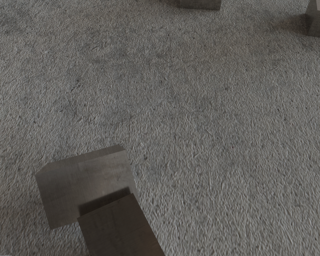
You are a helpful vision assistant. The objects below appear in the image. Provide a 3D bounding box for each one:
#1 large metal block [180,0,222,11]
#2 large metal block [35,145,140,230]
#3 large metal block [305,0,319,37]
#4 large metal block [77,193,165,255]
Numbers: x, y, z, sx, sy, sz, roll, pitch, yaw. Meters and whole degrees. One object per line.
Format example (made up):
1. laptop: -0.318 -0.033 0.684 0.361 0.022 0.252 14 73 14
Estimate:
1. large metal block: 0.083 -0.283 0.626 0.080 0.050 0.080 5 50 4
2. large metal block: -0.072 0.054 0.313 0.081 0.080 0.050 -15 94 -12
3. large metal block: 0.315 -0.205 0.561 0.080 0.050 0.080 11 51 9
4. large metal block: -0.027 0.117 0.268 0.050 0.080 0.080 -22 54 -17
